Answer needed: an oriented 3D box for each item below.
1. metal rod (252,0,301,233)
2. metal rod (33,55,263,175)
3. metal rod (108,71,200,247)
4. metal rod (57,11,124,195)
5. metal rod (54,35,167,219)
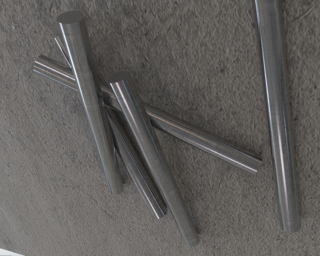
[{"bbox_3d":[0.129,-0.006,0.334,0.025,0.025,0.298,-2,118,29],"label":"metal rod"},{"bbox_3d":[-0.018,-0.019,0.385,0.301,0.025,0.025,25,128,5],"label":"metal rod"},{"bbox_3d":[0.004,0.062,0.409,0.025,0.025,0.299,-1,128,29],"label":"metal rod"},{"bbox_3d":[-0.077,-0.002,0.397,0.025,0.025,0.298,17,141,18],"label":"metal rod"},{"bbox_3d":[-0.062,0.008,0.444,0.025,0.025,0.299,-14,112,34],"label":"metal rod"}]
